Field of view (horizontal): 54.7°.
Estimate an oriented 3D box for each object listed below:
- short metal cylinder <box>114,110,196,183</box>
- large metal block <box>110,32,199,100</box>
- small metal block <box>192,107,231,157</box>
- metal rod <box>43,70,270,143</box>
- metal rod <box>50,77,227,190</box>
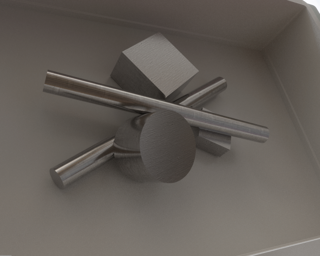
[{"bbox_3d":[-0.005,0.022,0.355,0.081,0.050,0.080,7,79,-39],"label":"short metal cylinder"},{"bbox_3d":[-0.007,-0.076,0.431,0.080,0.050,0.080,46,51,3],"label":"large metal block"},{"bbox_3d":[0.073,0.006,0.439,0.050,0.025,0.050,24,53,-14],"label":"small metal block"},{"bbox_3d":[0.012,-0.021,0.392,0.302,0.025,0.025,13,57,-22],"label":"metal rod"},{"bbox_3d":[-0.004,-0.010,0.408,0.302,0.025,0.025,-31,79,-38],"label":"metal rod"}]
